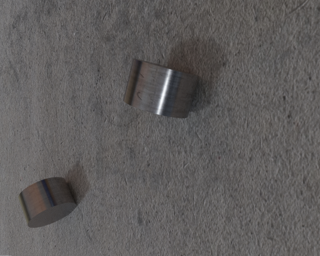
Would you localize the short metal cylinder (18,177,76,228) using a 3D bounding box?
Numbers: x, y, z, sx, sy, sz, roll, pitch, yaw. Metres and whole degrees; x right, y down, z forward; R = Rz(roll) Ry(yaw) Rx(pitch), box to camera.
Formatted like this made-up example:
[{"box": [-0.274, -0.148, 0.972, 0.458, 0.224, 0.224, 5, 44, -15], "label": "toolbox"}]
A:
[{"box": [-0.191, 0.127, 0.527, 0.080, 0.081, 0.050, -46, 63, 30], "label": "short metal cylinder"}]

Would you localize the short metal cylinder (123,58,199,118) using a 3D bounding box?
[{"box": [0.001, -0.048, 0.368, 0.080, 0.081, 0.050, 25, 106, 37], "label": "short metal cylinder"}]
